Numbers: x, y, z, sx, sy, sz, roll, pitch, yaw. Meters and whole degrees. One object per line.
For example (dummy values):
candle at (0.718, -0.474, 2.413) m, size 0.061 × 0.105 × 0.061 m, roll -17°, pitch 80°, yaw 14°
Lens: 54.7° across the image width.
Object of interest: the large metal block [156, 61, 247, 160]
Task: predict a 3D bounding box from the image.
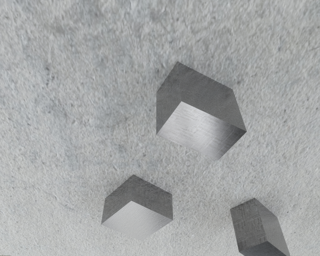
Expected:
large metal block at (0.043, -0.020, 0.355) m, size 0.080 × 0.080 × 0.050 m, roll 23°, pitch 126°, yaw -19°

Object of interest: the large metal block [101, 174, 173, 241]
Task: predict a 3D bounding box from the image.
large metal block at (-0.036, 0.131, 0.502) m, size 0.080 × 0.050 × 0.080 m, roll 32°, pitch 123°, yaw -25°

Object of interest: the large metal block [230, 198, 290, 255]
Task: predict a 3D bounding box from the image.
large metal block at (0.170, 0.179, 0.527) m, size 0.050 × 0.080 × 0.080 m, roll -34°, pitch 123°, yaw 25°
